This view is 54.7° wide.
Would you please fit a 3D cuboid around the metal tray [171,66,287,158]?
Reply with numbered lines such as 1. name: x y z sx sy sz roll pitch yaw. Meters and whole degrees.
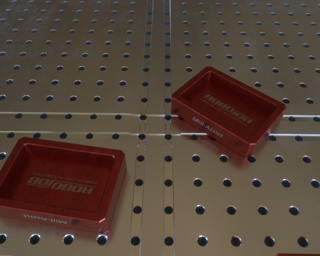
1. metal tray: 0.092 -0.027 0.428 0.130 0.030 0.090 34 57 25

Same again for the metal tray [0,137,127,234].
1. metal tray: -0.112 0.061 0.351 0.131 0.030 0.090 7 50 6

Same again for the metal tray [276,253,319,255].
1. metal tray: 0.149 0.176 0.258 0.091 0.030 0.130 1 50 0
